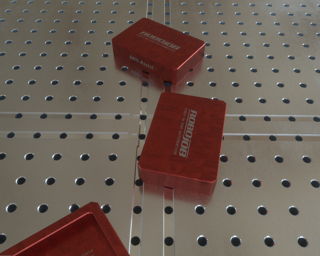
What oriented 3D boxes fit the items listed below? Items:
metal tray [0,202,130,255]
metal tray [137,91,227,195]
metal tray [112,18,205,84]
[{"bbox_3d":[-0.095,0.139,0.285,0.131,0.030,0.090,-27,55,-22],"label":"metal tray"},{"bbox_3d":[0.032,0.014,0.393,0.090,0.030,0.130,10,51,8],"label":"metal tray"},{"bbox_3d":[-0.003,-0.132,0.515,0.130,0.030,0.090,29,56,22],"label":"metal tray"}]
